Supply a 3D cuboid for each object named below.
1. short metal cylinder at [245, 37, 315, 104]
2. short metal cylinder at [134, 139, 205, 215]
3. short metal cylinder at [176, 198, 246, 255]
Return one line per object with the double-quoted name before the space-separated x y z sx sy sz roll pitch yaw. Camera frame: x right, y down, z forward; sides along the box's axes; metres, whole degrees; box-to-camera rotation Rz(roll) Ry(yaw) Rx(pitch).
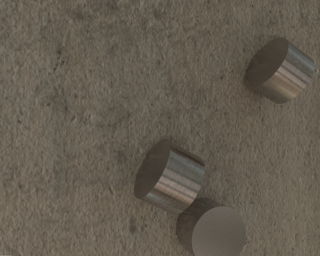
"short metal cylinder" 0.169 -0.081 0.444 0.050 0.080 0.080 29 81 -18
"short metal cylinder" 0.010 0.060 0.385 0.050 0.080 0.080 30 80 -18
"short metal cylinder" 0.069 0.141 0.423 0.081 0.050 0.079 0 90 -21
